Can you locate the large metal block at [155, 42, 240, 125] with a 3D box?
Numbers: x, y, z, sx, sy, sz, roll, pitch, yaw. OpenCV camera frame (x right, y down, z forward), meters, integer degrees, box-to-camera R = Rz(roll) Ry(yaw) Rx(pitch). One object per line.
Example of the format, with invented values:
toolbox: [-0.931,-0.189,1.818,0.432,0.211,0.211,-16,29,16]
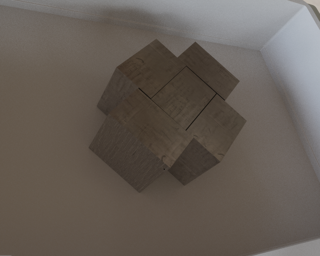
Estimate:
large metal block: [0.048,-0.057,0.432,0.080,0.080,0.050,42,51,0]

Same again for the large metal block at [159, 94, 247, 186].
large metal block: [0.051,0.016,0.389,0.050,0.080,0.080,43,51,0]

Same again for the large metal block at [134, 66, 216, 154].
large metal block: [0.013,-0.019,0.389,0.050,0.080,0.080,43,51,0]

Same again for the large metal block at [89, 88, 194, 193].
large metal block: [-0.024,0.017,0.348,0.080,0.080,0.050,42,51,0]

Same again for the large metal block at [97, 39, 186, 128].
large metal block: [-0.024,-0.053,0.389,0.050,0.080,0.080,43,51,0]
